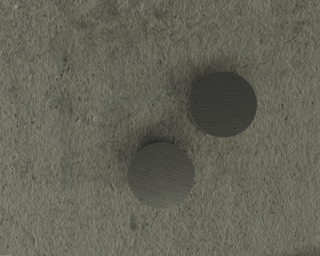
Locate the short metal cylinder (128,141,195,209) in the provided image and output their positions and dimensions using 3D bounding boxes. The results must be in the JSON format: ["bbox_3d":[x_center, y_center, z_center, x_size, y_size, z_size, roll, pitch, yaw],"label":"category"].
[{"bbox_3d":[0.002,0.057,0.397,0.081,0.050,0.080,0,90,0],"label":"short metal cylinder"}]

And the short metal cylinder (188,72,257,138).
[{"bbox_3d":[0.077,-0.028,0.398,0.081,0.050,0.080,0,90,0],"label":"short metal cylinder"}]
